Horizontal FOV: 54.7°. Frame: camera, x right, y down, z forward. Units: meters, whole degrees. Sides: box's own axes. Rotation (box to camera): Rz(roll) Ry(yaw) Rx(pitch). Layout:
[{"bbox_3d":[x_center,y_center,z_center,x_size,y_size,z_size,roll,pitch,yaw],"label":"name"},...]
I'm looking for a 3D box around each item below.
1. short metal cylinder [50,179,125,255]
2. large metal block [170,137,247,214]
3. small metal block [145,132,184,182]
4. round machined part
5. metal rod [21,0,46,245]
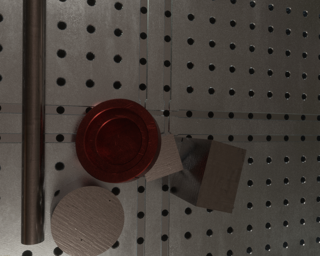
[{"bbox_3d":[-0.088,0.104,0.368,0.081,0.050,0.079,0,90,-20],"label":"short metal cylinder"},{"bbox_3d":[0.060,0.058,0.407,0.050,0.080,0.080,16,85,-20],"label":"large metal block"},{"bbox_3d":[-0.002,0.037,0.408,0.050,0.025,0.050,-18,96,-8],"label":"small metal block"},{"bbox_3d":[-0.046,0.017,0.372,0.098,0.042,0.098,-2,78,11],"label":"round machined part"},{"bbox_3d":[-0.146,-0.018,0.358,0.025,0.025,0.298,0,90,-20],"label":"metal rod"}]
